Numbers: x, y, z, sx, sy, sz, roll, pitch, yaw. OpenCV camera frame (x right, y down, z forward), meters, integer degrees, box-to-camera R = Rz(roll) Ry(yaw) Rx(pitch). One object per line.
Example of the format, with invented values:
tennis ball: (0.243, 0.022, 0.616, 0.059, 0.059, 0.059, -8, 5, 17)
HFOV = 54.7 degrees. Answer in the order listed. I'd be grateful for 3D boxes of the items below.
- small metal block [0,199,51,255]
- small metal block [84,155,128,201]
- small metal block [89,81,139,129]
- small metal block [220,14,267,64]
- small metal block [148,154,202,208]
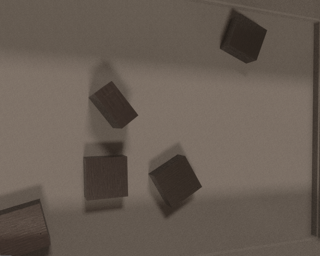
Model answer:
small metal block: (-0.157, 0.115, 0.353, 0.050, 0.025, 0.050, -14, 95, -20)
small metal block: (-0.068, 0.061, 0.386, 0.050, 0.025, 0.050, -2, 91, -21)
small metal block: (-0.058, -0.027, 0.377, 0.025, 0.050, 0.050, -41, 103, -16)
small metal block: (0.123, -0.131, 0.458, 0.050, 0.025, 0.050, 23, 82, -19)
small metal block: (0.021, 0.071, 0.420, 0.050, 0.025, 0.050, -32, 101, -18)
